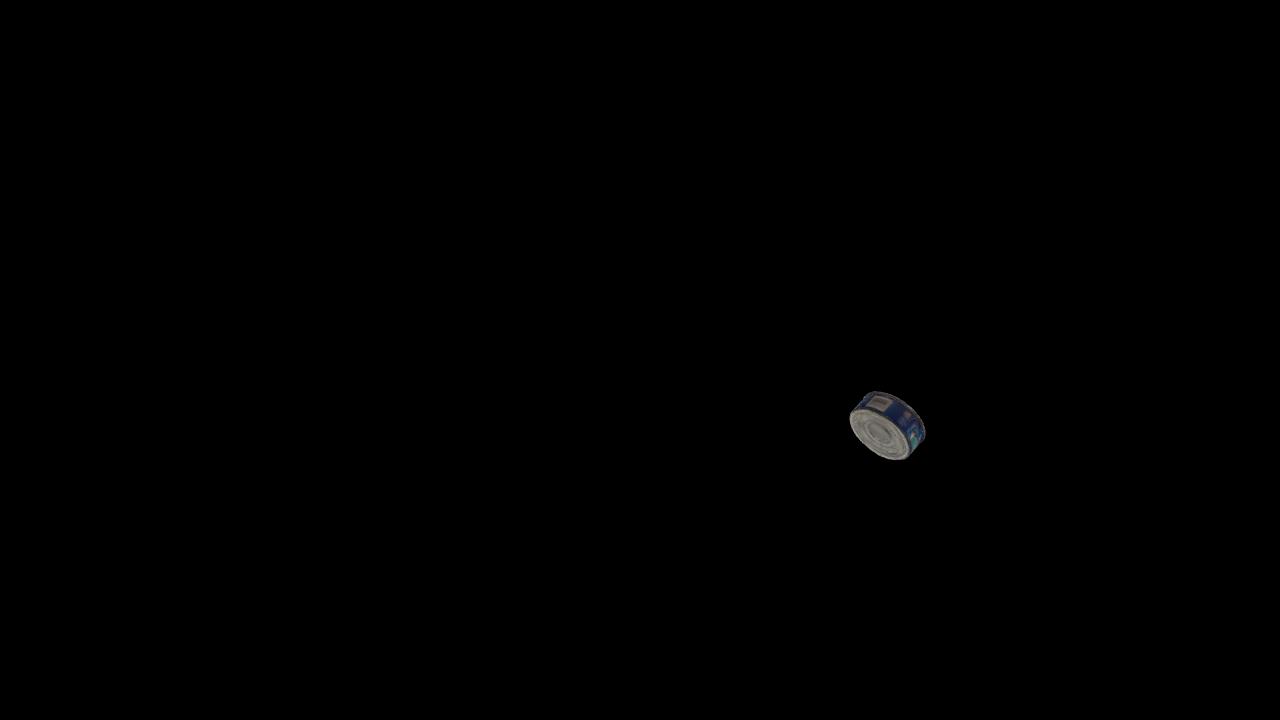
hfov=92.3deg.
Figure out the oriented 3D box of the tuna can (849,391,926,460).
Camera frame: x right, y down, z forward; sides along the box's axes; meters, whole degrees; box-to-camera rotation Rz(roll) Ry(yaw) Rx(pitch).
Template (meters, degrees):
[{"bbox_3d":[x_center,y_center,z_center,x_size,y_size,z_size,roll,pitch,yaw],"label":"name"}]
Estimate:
[{"bbox_3d":[0.298,0.081,0.746,0.034,0.084,0.084,-40,17,-21],"label":"tuna can"}]
